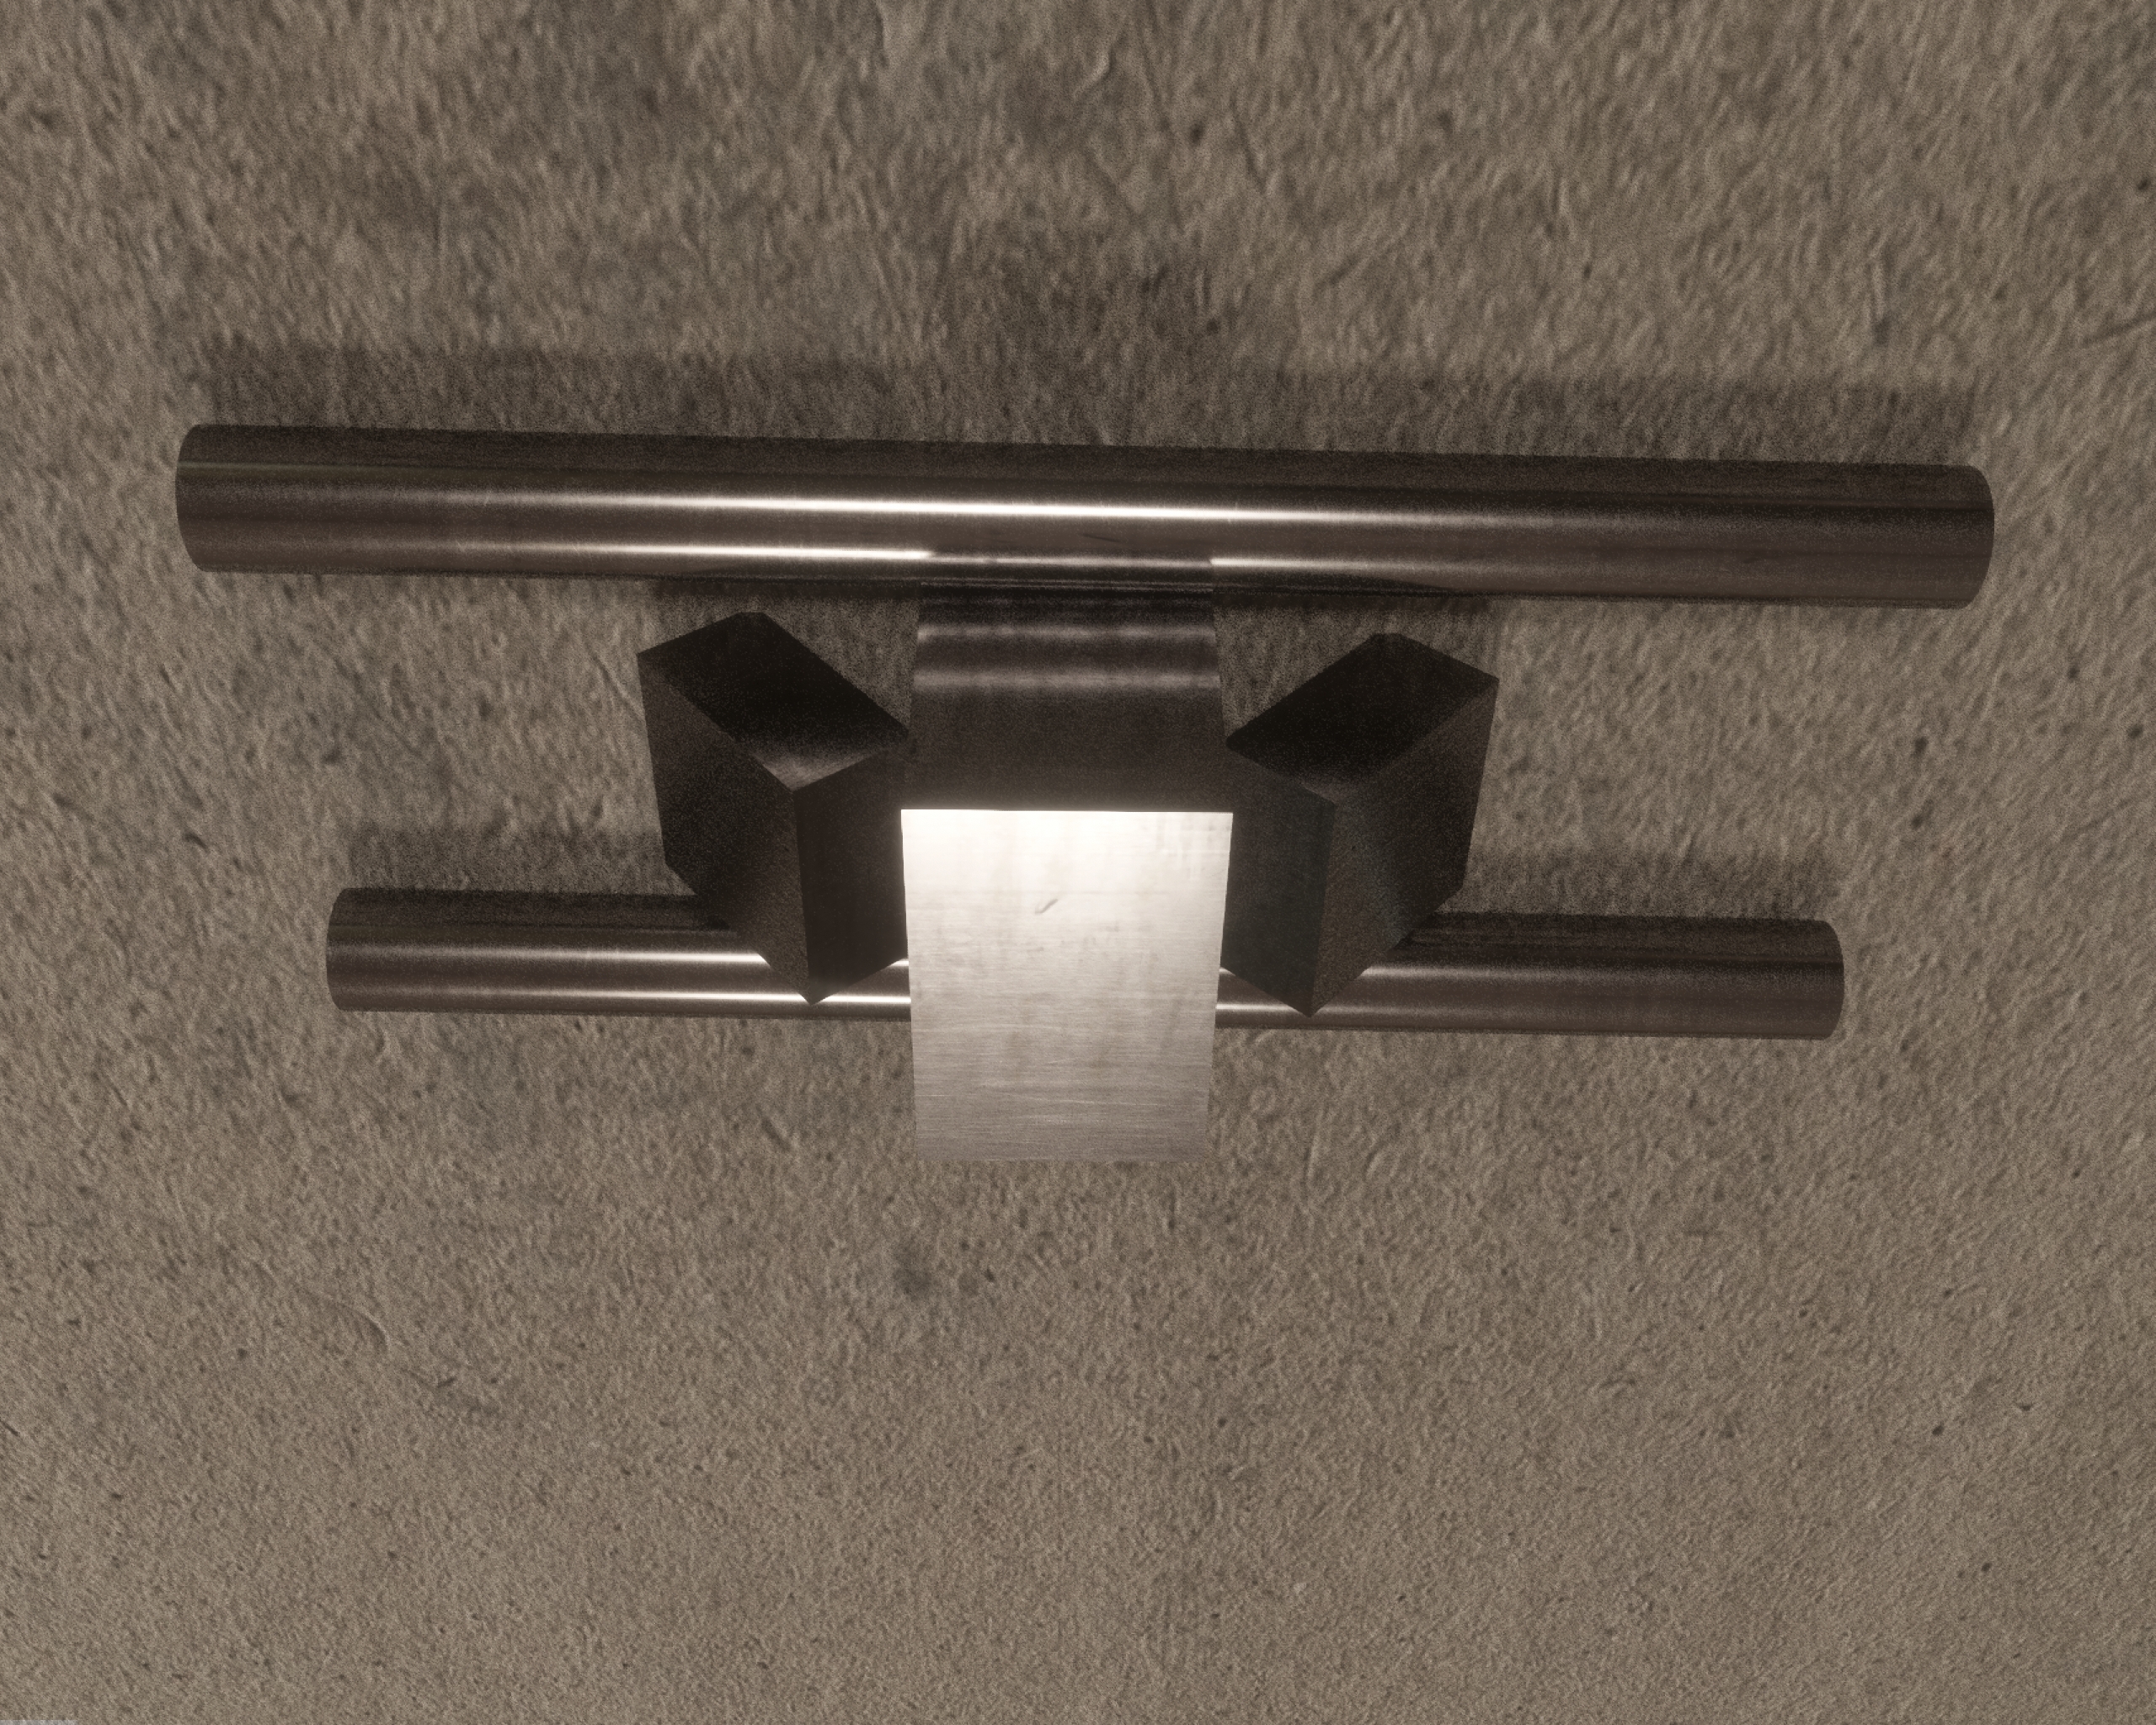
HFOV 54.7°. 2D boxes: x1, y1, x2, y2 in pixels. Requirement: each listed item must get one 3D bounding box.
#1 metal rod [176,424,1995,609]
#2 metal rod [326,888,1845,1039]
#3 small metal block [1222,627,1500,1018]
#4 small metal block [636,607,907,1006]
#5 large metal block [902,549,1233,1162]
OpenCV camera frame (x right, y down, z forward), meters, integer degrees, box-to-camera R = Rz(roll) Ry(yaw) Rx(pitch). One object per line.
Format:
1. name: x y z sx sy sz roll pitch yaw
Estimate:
1. metal rod: 0.003 -0.059 0.358 0.302 0.025 0.025 1 130 -2
2. metal rod: 0.003 0.021 0.427 0.302 0.025 0.025 1 130 -2
3. small metal block: 0.050 -0.008 0.385 0.025 0.050 0.050 30 138 30
4. small metal block: -0.054 -0.011 0.381 0.025 0.050 0.050 -28 139 -30
5. large metal block: -0.002 -0.003 0.373 0.050 0.080 0.079 1 130 -1
